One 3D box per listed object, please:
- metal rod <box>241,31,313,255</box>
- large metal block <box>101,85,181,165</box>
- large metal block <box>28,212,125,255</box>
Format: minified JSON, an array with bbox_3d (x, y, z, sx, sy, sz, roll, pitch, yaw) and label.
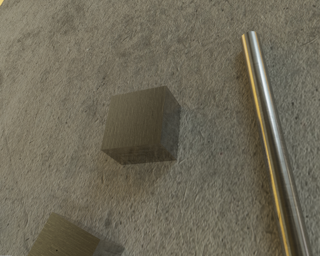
[{"bbox_3d":[0.120,0.008,0.335,0.025,0.025,0.299,-13,56,21],"label":"metal rod"},{"bbox_3d":[-0.022,-0.001,0.400,0.080,0.050,0.080,-8,58,24],"label":"large metal block"},{"bbox_3d":[-0.100,0.152,0.347,0.080,0.050,0.080,15,69,34],"label":"large metal block"}]
